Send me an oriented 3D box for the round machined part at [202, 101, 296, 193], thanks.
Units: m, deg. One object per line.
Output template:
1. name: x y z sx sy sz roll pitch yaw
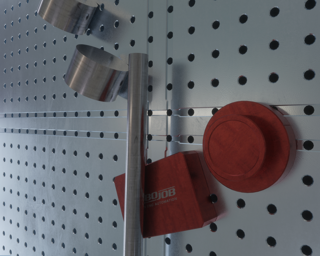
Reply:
1. round machined part: 0.086 0.020 0.327 0.098 0.042 0.097 0 90 40

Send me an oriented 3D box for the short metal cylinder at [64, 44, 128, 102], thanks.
1. short metal cylinder: -0.091 -0.080 0.449 0.080 0.081 0.050 42 116 32

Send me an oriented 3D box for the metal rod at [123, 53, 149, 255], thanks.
1. metal rod: -0.031 0.057 0.395 0.025 0.025 0.298 3 92 40

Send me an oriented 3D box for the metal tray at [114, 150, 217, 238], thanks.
1. metal tray: 0.001 0.091 0.405 0.130 0.030 0.090 -25 74 37

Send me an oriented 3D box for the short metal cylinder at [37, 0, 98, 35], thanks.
1. short metal cylinder: -0.148 -0.193 0.496 0.080 0.081 0.050 48 119 29
